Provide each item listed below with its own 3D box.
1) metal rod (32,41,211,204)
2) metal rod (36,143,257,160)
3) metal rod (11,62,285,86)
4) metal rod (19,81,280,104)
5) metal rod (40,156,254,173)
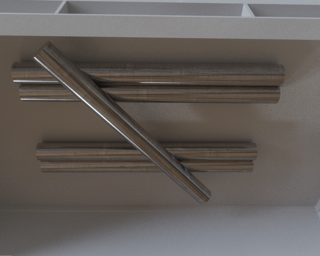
[{"bbox_3d":[-0.026,0.012,0.385,0.025,0.025,0.300,-31,124,23],"label":"metal rod"},{"bbox_3d":[-0.018,0.033,0.434,0.302,0.025,0.025,0,130,-1],"label":"metal rod"},{"bbox_3d":[-0.012,-0.062,0.354,0.302,0.025,0.025,0,130,-1],"label":"metal rod"},{"bbox_3d":[-0.011,-0.043,0.370,0.302,0.025,0.025,0,130,-1],"label":"metal rod"},{"bbox_3d":[-0.018,0.052,0.451,0.302,0.025,0.025,0,130,-1],"label":"metal rod"}]
